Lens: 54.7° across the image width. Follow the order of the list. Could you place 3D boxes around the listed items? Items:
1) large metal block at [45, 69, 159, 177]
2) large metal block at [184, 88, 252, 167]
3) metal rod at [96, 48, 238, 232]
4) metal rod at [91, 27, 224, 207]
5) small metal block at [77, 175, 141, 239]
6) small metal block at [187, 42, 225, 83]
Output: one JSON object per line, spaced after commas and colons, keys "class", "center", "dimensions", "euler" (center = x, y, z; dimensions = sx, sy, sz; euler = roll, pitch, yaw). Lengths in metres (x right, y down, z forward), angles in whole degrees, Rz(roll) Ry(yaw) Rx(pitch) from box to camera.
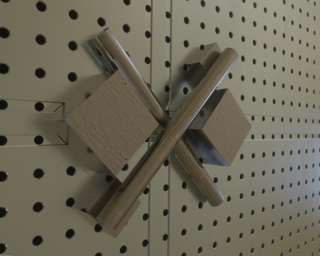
{"class": "large metal block", "center": [-0.061, -0.006, 0.342], "dimensions": [0.080, 0.050, 0.080], "euler": [-51, 120, -28]}
{"class": "large metal block", "center": [0.083, -0.001, 0.462], "dimensions": [0.080, 0.050, 0.080], "euler": [51, 60, -28]}
{"class": "metal rod", "center": [0.024, -0.004, 0.396], "dimensions": [0.301, 0.025, 0.025], "euler": [-52, 121, -27]}
{"class": "metal rod", "center": [0.010, 0.003, 0.416], "dimensions": [0.025, 0.025, 0.299], "euler": [-50, 120, -28]}
{"class": "small metal block", "center": [-0.058, 0.090, 0.361], "dimensions": [0.050, 0.025, 0.050], "euler": [52, 60, -27]}
{"class": "small metal block", "center": [0.076, -0.093, 0.473], "dimensions": [0.050, 0.025, 0.050], "euler": [-52, 120, -27]}
